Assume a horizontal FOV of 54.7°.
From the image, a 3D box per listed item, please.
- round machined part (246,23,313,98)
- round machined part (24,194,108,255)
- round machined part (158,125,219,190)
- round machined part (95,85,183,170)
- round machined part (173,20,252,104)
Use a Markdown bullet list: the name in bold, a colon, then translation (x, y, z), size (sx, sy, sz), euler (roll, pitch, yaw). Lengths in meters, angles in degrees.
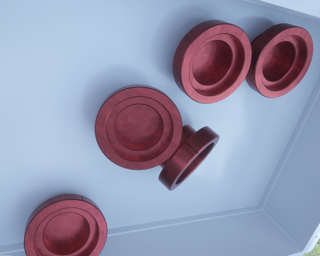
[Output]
- **round machined part**: translation (0.156, -0.094, 0.424), size (0.099, 0.042, 0.097), euler (-14, 124, -21)
- **round machined part**: translation (-0.121, 0.131, 0.399), size (0.099, 0.042, 0.097), euler (-3, 99, -22)
- **round machined part**: translation (0.032, 0.034, 0.416), size (0.098, 0.042, 0.098), euler (-43, 163, -16)
- **round machined part**: translation (-0.025, -0.003, 0.367), size (0.099, 0.042, 0.097), euler (-2, 105, -7)
- **round machined part**: translation (0.059, -0.082, 0.379), size (0.099, 0.042, 0.097), euler (-14, 124, -21)
